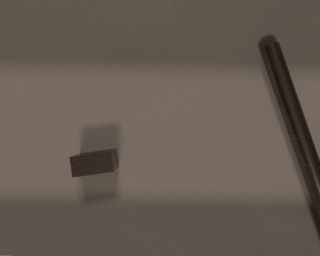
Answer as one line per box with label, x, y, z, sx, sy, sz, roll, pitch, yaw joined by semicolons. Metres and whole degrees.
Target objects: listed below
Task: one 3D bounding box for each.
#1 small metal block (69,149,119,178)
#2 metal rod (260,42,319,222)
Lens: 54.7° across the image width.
small metal block;-0.083;0.044;0.398;0.050;0.050;0.025;-8;90;0
metal rod;0.195;0.031;0.414;0.025;0.025;0.298;-19;90;0
